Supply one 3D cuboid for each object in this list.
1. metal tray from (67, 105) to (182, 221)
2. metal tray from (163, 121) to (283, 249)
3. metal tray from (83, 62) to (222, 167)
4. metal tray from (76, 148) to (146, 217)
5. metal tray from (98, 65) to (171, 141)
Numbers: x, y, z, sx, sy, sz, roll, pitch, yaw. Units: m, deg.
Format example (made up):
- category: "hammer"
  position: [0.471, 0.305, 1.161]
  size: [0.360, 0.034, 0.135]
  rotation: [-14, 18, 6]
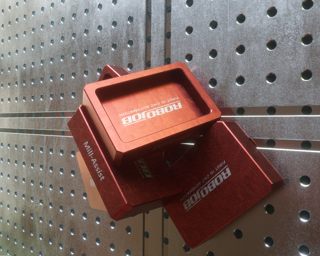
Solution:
- category: "metal tray"
  position: [-0.040, 0.033, 0.358]
  size: [0.030, 0.091, 0.130]
  rotation: [-46, 63, 30]
- category: "metal tray"
  position: [0.059, 0.065, 0.355]
  size: [0.129, 0.030, 0.090]
  rotation: [-48, 62, 29]
- category: "metal tray"
  position: [-0.008, -0.021, 0.346]
  size: [0.090, 0.131, 0.030]
  rotation: [59, 151, 23]
- category: "metal tray"
  position: [-0.068, 0.069, 0.429]
  size: [0.130, 0.030, 0.089]
  rotation: [-12, 93, 54]
- category: "metal tray"
  position: [-0.049, -0.020, 0.444]
  size: [0.130, 0.030, 0.089]
  rotation: [43, 116, 31]
